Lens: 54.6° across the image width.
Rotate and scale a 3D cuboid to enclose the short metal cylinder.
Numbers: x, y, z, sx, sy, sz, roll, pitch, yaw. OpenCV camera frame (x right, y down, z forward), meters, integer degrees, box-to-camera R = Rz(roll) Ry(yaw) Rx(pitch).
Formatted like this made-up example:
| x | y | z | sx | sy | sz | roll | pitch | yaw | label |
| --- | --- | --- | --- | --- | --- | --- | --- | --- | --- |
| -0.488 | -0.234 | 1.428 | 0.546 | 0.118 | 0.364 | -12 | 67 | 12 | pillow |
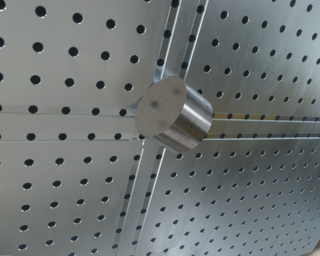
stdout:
| x | y | z | sx | sy | sz | roll | pitch | yaw | label |
| --- | --- | --- | --- | --- | --- | --- | --- | --- | --- |
| 0.016 | -0.016 | 0.374 | 0.050 | 0.080 | 0.080 | 32 | 100 | -38 | short metal cylinder |
